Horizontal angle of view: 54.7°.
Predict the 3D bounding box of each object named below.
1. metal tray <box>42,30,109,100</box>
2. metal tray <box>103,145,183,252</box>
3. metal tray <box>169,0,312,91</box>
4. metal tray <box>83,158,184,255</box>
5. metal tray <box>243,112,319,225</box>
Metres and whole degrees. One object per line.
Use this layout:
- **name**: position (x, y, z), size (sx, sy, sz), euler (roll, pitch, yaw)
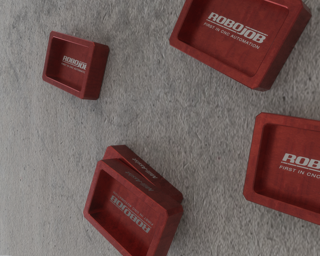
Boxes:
- **metal tray**: position (-0.146, -0.107, 0.521), size (0.130, 0.030, 0.089), euler (25, 106, 37)
- **metal tray**: position (-0.038, 0.093, 0.433), size (0.130, 0.030, 0.089), euler (36, 112, 34)
- **metal tray**: position (0.079, -0.107, 0.336), size (0.130, 0.030, 0.089), euler (38, 113, 33)
- **metal tray**: position (-0.040, 0.107, 0.394), size (0.130, 0.030, 0.089), euler (29, 108, 36)
- **metal tray**: position (0.147, 0.039, 0.279), size (0.130, 0.030, 0.089), euler (13, 98, 39)
